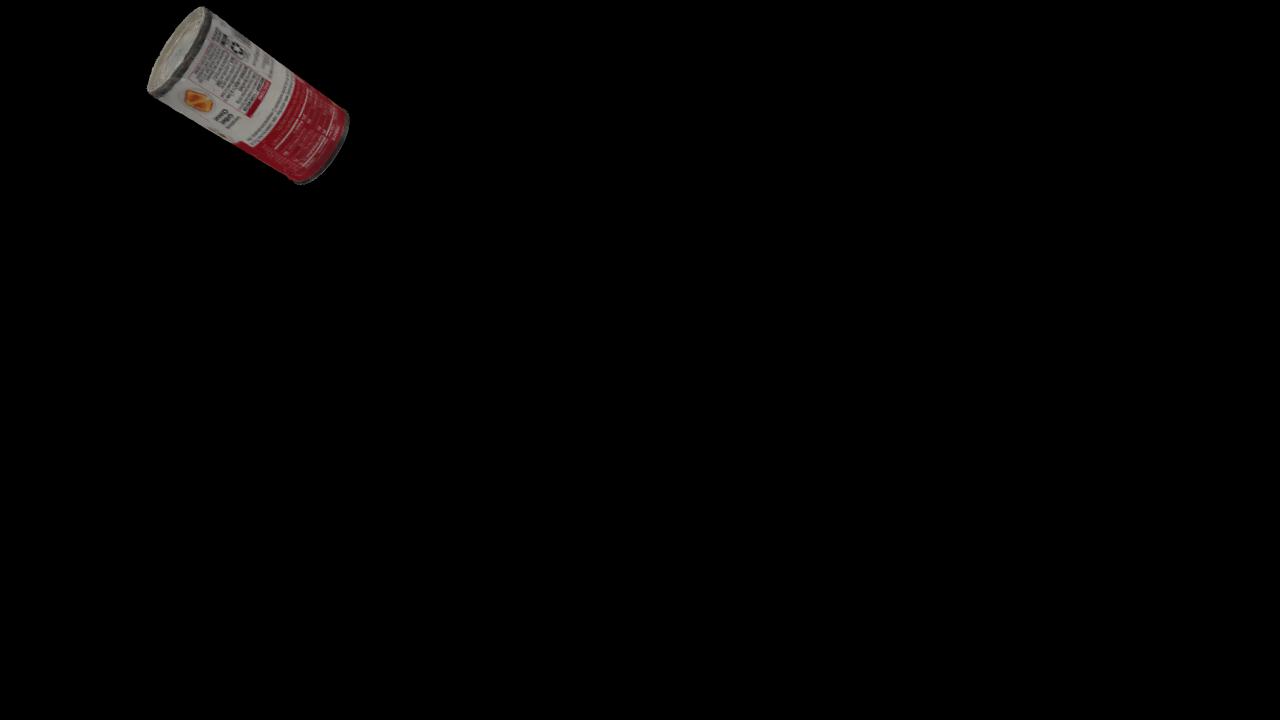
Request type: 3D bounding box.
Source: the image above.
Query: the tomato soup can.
[{"bbox_3d":[-0.267,-0.178,0.425,0.068,0.068,0.101,0,-20,33],"label":"tomato soup can"}]
